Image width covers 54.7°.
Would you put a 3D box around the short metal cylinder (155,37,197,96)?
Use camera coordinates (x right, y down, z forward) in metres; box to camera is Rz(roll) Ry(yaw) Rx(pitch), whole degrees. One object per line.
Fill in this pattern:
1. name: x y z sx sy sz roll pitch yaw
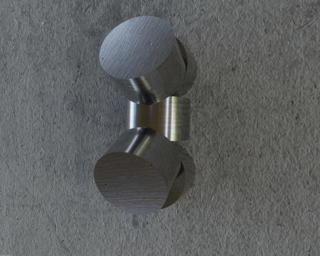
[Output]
1. short metal cylinder: 0.003 -0.077 0.396 0.080 0.050 0.080 0 90 20

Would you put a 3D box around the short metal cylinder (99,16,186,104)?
1. short metal cylinder: -0.017 -0.072 0.334 0.080 0.050 0.080 -8 62 15

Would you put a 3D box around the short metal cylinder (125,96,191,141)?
1. short metal cylinder: -0.003 -0.011 0.383 0.080 0.080 0.050 2 91 20

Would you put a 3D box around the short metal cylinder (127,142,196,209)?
1. short metal cylinder: 0.000 0.058 0.397 0.080 0.050 0.080 0 90 20

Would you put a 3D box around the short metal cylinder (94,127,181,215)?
1. short metal cylinder: -0.023 0.046 0.335 0.080 0.050 0.079 9 121 16
